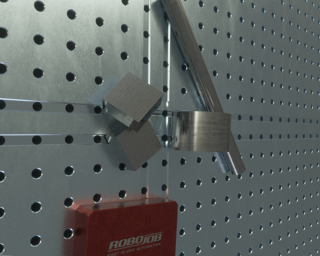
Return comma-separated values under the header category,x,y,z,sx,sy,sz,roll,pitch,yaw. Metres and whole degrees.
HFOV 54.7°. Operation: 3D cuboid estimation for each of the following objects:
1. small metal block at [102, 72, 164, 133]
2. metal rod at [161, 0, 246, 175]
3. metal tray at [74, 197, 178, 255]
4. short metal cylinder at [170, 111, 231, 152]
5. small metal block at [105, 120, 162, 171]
category,x,y,z,sx,sy,sz,roll,pitch,yaw
small metal block,-0.032,-0.031,0.367,0.050,0.025,0.050,33,62,9
metal rod,0.072,-0.055,0.471,0.025,0.025,0.299,-39,114,-33
metal tray,-0.037,0.137,0.377,0.131,0.030,0.089,5,87,-40
short metal cylinder,0.055,0.005,0.422,0.081,0.080,0.050,4,88,-40
small metal block,-0.031,0.017,0.385,0.050,0.025,0.050,-40,115,-33
